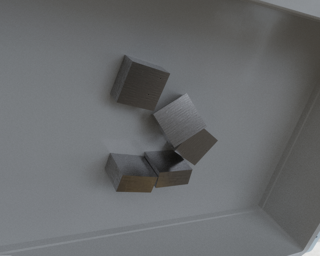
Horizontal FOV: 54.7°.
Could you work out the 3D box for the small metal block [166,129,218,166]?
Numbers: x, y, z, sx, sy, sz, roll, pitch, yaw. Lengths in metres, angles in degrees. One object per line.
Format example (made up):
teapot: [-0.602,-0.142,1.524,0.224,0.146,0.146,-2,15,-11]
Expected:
small metal block: [0.047,0.019,0.446,0.050,0.025,0.050,-48,129,6]

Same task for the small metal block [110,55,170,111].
small metal block: [-0.024,-0.052,0.363,0.050,0.025,0.050,12,112,-33]

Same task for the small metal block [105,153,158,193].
small metal block: [-0.039,0.059,0.407,0.050,0.050,0.025,9,114,-32]

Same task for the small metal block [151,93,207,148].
small metal block: [0.024,-0.010,0.400,0.050,0.025,0.050,-33,96,-7]

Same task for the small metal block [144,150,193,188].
small metal block: [0.009,0.055,0.431,0.050,0.050,0.025,-1,119,-28]
